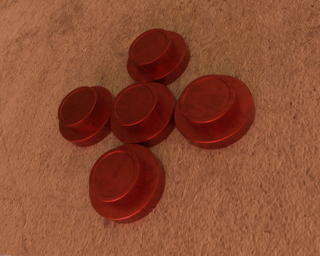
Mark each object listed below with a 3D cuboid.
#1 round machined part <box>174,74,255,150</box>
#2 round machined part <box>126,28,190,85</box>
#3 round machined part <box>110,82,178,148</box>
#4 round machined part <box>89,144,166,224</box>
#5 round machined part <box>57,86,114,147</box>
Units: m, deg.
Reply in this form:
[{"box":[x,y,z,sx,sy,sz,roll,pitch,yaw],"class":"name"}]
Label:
[{"box":[0.062,-0.026,0.377,0.098,0.042,0.098,-13,56,20],"class":"round machined part"},{"box":[-0.008,-0.110,0.465,0.098,0.042,0.098,-13,56,20],"class":"round machined part"},{"box":[-0.026,-0.024,0.421,0.098,0.042,0.098,-13,56,20],"class":"round machined part"},{"box":[-0.046,0.063,0.378,0.098,0.042,0.098,-13,56,20],"class":"round machined part"},{"box":[-0.113,-0.024,0.466,0.098,0.042,0.098,-13,56,20],"class":"round machined part"}]
